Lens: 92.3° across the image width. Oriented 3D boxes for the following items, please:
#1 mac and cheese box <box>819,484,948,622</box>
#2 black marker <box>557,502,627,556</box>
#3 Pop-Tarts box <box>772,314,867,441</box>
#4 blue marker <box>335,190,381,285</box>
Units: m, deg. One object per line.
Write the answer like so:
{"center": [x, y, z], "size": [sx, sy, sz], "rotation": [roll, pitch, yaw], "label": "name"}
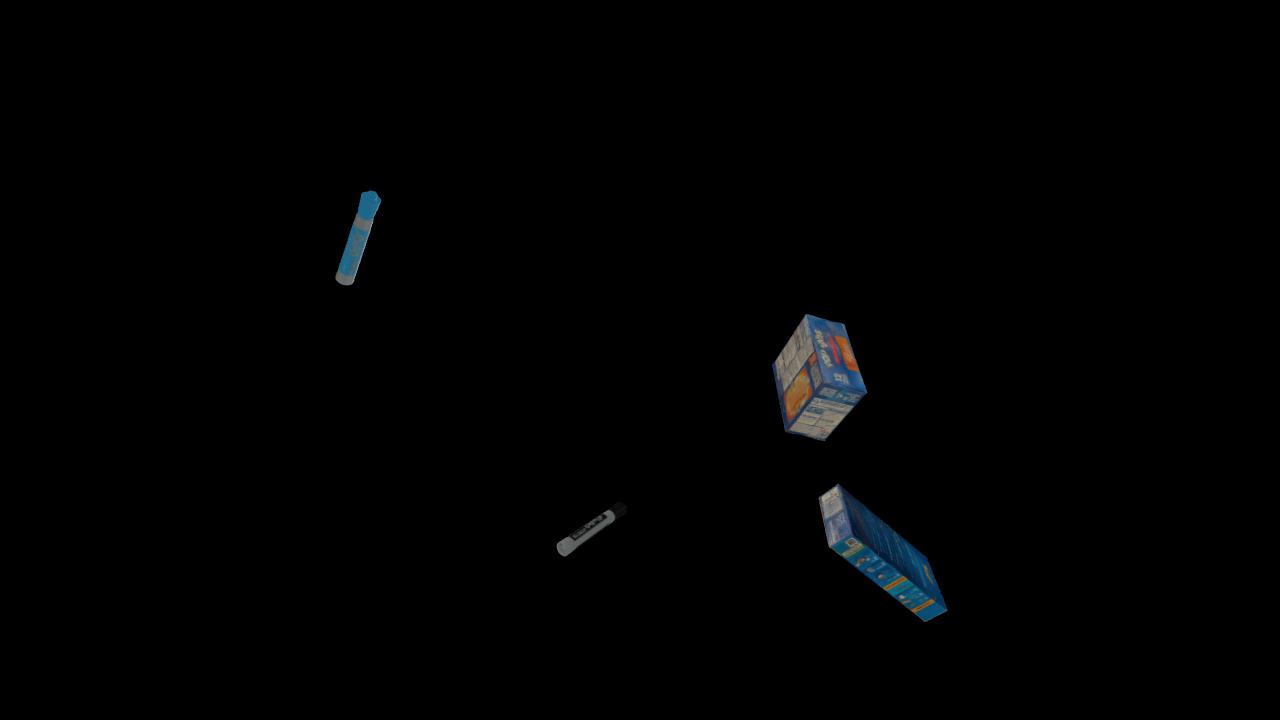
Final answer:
{"center": [0.310, 0.247, 0.791], "size": [0.184, 0.041, 0.093], "rotation": [39, 25, -15], "label": "mac and cheese box"}
{"center": [-0.057, 0.211, 0.780], "size": [0.020, 0.020, 0.121], "rotation": [0, 14, 38], "label": "black marker"}
{"center": [0.311, 0.031, 1.090], "size": [0.083, 0.167, 0.141], "rotation": [12, -46, -12], "label": "Pop-Tarts box"}
{"center": [-0.295, -0.127, 0.644], "size": [0.020, 0.020, 0.121], "rotation": [0, -39, -41], "label": "blue marker"}
